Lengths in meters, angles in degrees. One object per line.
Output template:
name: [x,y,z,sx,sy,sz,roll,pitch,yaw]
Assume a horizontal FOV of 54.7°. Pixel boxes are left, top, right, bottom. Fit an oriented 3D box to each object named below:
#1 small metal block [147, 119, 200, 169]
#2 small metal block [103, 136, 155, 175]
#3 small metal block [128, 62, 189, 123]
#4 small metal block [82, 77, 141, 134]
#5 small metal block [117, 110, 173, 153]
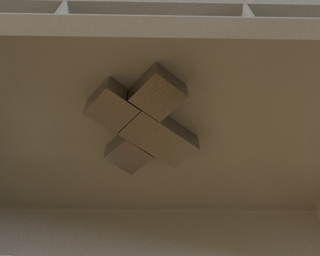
small metal block: [0.018,0.023,0.426,0.050,0.025,0.050,34,122,-26]
small metal block: [-0.043,0.034,0.435,0.050,0.025,0.050,35,123,-26]
small metal block: [-0.002,-0.042,0.370,0.050,0.025,0.050,34,121,-26]
small metal block: [-0.058,-0.027,0.383,0.050,0.025,0.050,34,122,-26]
small metal block: [-0.019,-0.002,0.404,0.050,0.025,0.050,34,122,-26]
